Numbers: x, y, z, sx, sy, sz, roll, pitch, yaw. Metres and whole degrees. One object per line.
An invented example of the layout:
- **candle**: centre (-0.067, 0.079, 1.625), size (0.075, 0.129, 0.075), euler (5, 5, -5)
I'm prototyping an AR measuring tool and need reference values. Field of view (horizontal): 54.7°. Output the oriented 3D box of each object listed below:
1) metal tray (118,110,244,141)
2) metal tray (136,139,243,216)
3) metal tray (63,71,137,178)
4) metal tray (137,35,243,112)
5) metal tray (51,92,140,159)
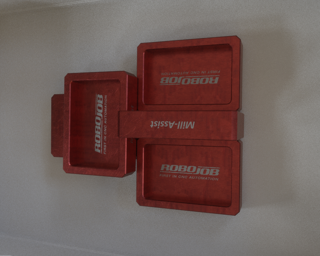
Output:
- **metal tray**: centre (0.028, -0.004, 0.363), size (0.130, 0.090, 0.030), euler (1, 91, 19)
- **metal tray**: centre (0.036, 0.057, 0.393), size (0.130, 0.030, 0.089), euler (1, 90, 19)
- **metal tray**: centre (-0.078, -0.005, 0.399), size (0.090, 0.030, 0.129), euler (1, 90, 19)
- **metal tray**: centre (0.036, -0.064, 0.393), size (0.130, 0.030, 0.089), euler (1, 90, 19)
- **metal tray**: centre (-0.090, -0.003, 0.435), size (0.130, 0.030, 0.089), euler (0, 90, 19)
